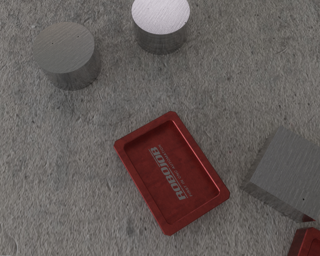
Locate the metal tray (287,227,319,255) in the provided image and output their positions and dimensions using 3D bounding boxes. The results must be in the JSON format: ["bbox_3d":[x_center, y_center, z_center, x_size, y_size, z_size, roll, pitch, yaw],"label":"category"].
[{"bbox_3d":[0.178,0.188,0.337,0.090,0.030,0.130,26,72,9],"label":"metal tray"}]

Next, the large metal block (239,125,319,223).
[{"bbox_3d":[0.156,0.057,0.375,0.080,0.050,0.080,31,73,10],"label":"large metal block"}]

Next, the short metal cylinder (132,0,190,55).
[{"bbox_3d":[0.001,-0.154,0.451,0.081,0.050,0.080,0,70,0],"label":"short metal cylinder"}]

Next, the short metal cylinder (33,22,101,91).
[{"bbox_3d":[-0.126,-0.098,0.430,0.081,0.050,0.080,0,70,0],"label":"short metal cylinder"}]

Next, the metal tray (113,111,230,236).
[{"bbox_3d":[0.013,0.054,0.385,0.090,0.030,0.130,-30,73,-11],"label":"metal tray"}]
